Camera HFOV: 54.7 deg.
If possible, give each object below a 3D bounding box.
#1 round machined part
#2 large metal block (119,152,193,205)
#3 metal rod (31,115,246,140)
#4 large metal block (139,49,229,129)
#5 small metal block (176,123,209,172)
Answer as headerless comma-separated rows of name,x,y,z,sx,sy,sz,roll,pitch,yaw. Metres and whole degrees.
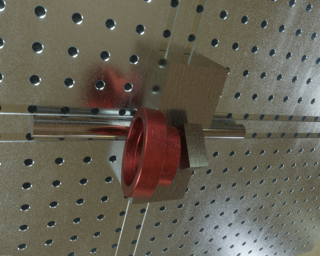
round machined part,-0.009,0.029,0.339,0.042,0.098,0.097,11,114,-17
large metal block,-0.003,0.054,0.427,0.081,0.050,0.079,1,118,-29
metal rod,-0.007,0.002,0.409,0.303,0.025,0.025,2,118,-29
large metal block,0.027,-0.046,0.381,0.081,0.050,0.079,0,118,-29
small metal block,0.029,0.025,0.370,0.025,0.050,0.050,1,74,-29
